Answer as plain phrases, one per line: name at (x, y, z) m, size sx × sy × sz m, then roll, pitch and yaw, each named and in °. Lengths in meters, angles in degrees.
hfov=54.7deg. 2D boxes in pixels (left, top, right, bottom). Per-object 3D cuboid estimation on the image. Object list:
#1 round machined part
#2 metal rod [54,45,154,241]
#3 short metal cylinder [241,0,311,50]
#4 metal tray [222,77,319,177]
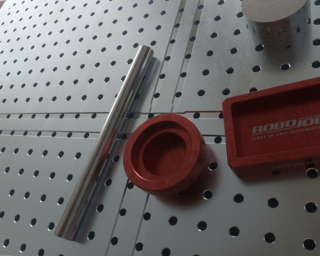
round machined part at (0.009, 0.035, 0.372) m, size 0.098 × 0.042 × 0.098 m, roll -13°, pitch 56°, yaw 21°
metal rod at (-0.071, 0.007, 0.441) m, size 0.025 × 0.025 × 0.300 m, roll 7°, pitch 65°, yaw 31°
short metal cylinder at (0.152, -0.150, 0.404) m, size 0.080 × 0.050 × 0.080 m, roll -13°, pitch 56°, yaw 21°
metal tray at (0.138, -0.002, 0.333) m, size 0.130 × 0.030 × 0.090 m, roll -12°, pitch 57°, yaw 21°
